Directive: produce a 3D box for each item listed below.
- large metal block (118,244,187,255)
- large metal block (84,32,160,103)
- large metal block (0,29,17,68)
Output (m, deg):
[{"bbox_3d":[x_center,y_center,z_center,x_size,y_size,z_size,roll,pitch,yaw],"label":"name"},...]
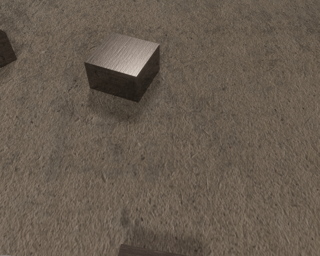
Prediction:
[{"bbox_3d":[-0.002,0.152,0.259,0.080,0.050,0.080,8,50,6],"label":"large metal block"},{"bbox_3d":[-0.053,-0.092,0.464,0.080,0.050,0.080,18,52,14],"label":"large metal block"},{"bbox_3d":[-0.293,-0.127,0.490,0.080,0.050,0.080,34,58,25],"label":"large metal block"}]
